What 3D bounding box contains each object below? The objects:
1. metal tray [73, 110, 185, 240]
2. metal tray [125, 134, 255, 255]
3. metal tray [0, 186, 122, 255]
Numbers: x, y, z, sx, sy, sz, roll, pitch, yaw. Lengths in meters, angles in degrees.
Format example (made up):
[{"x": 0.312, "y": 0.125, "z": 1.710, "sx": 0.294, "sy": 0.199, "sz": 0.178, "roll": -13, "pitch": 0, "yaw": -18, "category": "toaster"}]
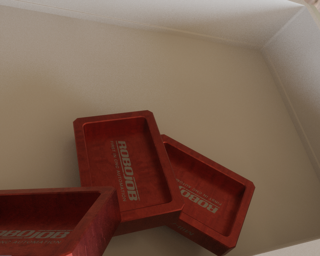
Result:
[{"x": -0.038, "y": 0.041, "z": 0.324, "sx": 0.091, "sy": 0.030, "sz": 0.130, "roll": -8, "pitch": 51, "yaw": -15, "category": "metal tray"}, {"x": 0.034, "y": 0.073, "z": 0.358, "sx": 0.130, "sy": 0.030, "sz": 0.090, "roll": 29, "pitch": 50, "yaw": 7, "category": "metal tray"}, {"x": -0.104, "y": 0.077, "z": 0.226, "sx": 0.090, "sy": 0.131, "sz": 0.030, "roll": -57, "pitch": 141, "yaw": -72, "category": "metal tray"}]
